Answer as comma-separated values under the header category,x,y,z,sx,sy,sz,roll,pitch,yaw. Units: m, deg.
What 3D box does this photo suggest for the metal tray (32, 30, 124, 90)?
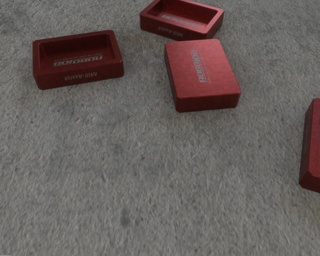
category,x,y,z,sx,sy,sz,roll,pitch,yaw
metal tray,-0.130,-0.110,0.490,0.131,0.030,0.090,-11,51,-10

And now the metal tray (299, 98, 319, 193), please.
category,x,y,z,sx,sy,sz,roll,pitch,yaw
metal tray,0.227,0.025,0.381,0.090,0.030,0.130,16,52,13

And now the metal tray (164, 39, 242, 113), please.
category,x,y,z,sx,sy,sz,roll,pitch,yaw
metal tray,0.060,-0.083,0.471,0.091,0.030,0.130,-5,50,-5

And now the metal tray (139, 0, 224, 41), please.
category,x,y,z,sx,sy,sz,roll,pitch,yaw
metal tray,0.040,-0.199,0.567,0.130,0.030,0.090,23,53,17
